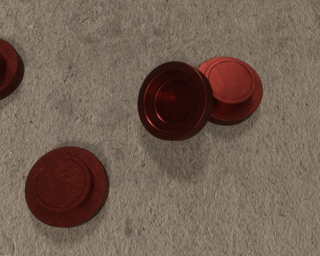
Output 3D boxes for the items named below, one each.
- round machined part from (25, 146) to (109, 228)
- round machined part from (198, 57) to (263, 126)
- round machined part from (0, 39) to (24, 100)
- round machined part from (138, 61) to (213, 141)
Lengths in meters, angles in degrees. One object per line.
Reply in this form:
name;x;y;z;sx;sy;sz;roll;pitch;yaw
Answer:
round machined part;-0.113;0.069;0.373;0.099;0.042;0.098;0;70;-1
round machined part;0.091;-0.056;0.421;0.099;0.042;0.098;0;70;-1
round machined part;-0.246;-0.086;0.428;0.099;0.042;0.098;0;70;-1
round machined part;0.023;-0.032;0.395;0.098;0.042;0.097;-3;85;33
